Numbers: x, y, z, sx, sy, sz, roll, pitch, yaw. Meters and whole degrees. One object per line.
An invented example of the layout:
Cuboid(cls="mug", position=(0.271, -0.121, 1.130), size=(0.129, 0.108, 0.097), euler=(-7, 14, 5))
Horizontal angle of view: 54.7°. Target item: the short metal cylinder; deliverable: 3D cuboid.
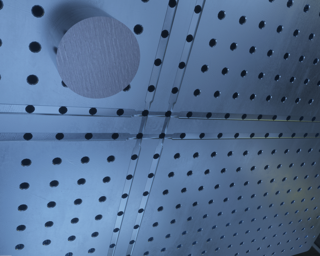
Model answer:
Cuboid(cls="short metal cylinder", position=(-0.067, -0.076, 0.312), size=(0.081, 0.050, 0.079), euler=(-14, 125, -21))
